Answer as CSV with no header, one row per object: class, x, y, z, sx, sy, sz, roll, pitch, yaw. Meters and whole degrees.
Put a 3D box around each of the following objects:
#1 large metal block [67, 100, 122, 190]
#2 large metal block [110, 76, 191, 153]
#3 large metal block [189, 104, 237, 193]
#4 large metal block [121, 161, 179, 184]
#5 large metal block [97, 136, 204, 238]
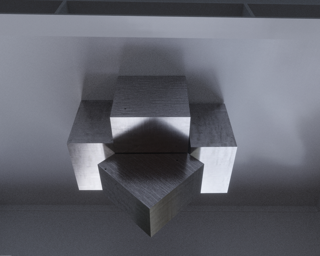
large metal block,-0.075,0.021,0.389,0.050,0.080,0.079,0,130,0
large metal block,-0.010,-0.018,0.356,0.081,0.080,0.050,0,130,0
large metal block,0.058,0.025,0.390,0.050,0.080,0.079,0,130,-1
large metal block,-0.009,0.059,0.421,0.081,0.080,0.050,0,130,0
large metal block,-0.009,0.057,0.346,0.081,0.080,0.050,-33,140,-33
